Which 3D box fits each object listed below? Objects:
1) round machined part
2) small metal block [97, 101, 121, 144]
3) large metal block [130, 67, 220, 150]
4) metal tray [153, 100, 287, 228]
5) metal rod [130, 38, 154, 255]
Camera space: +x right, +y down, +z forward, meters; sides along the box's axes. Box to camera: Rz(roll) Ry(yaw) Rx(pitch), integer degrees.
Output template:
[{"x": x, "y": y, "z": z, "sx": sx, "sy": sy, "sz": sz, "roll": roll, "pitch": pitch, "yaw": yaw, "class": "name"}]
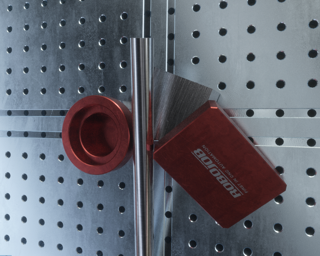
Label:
[{"x": -0.072, "y": 0.008, "z": 0.396, "sx": 0.098, "sy": 0.042, "sz": 0.097, "roll": 0, "pitch": 91, "yaw": 23, "class": "round machined part"}, {"x": -0.074, "y": -0.007, "z": 0.435, "sx": 0.050, "sy": 0.025, "sz": 0.050, "roll": -23, "pitch": 82, "yaw": 18, "class": "small metal block"}, {"x": 0.019, "y": -0.023, "z": 0.389, "sx": 0.080, "sy": 0.050, "sz": 0.080, "roll": 24, "pitch": 98, "yaw": 18, "class": "large metal block"}, {"x": 0.068, "y": 0.044, "z": 0.355, "sx": 0.090, "sy": 0.030, "sz": 0.130, "roll": -40, "pitch": 103, "yaw": 16, "class": "metal tray"}, {"x": -0.020, "y": 0.046, "z": 0.373, "sx": 0.025, "sy": 0.025, "sz": 0.298, "roll": 6, "pitch": 108, "yaw": 20, "class": "metal rod"}]
